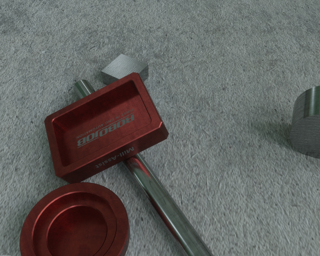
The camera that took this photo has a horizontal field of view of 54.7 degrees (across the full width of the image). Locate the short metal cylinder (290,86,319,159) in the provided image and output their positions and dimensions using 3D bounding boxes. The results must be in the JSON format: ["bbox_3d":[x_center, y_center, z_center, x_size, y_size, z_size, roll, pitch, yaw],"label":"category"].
[{"bbox_3d":[0.203,-0.006,0.375,0.080,0.080,0.050,16,52,13],"label":"short metal cylinder"}]

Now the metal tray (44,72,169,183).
[{"bbox_3d":[-0.066,-0.001,0.369,0.130,0.030,0.090,-27,57,2],"label":"metal tray"}]

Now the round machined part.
[{"bbox_3d":[-0.079,0.106,0.302,0.099,0.042,0.098,0,50,0],"label":"round machined part"}]

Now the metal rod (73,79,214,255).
[{"bbox_3d":[-0.034,0.037,0.371,0.025,0.025,0.300,-26,55,-20],"label":"metal rod"}]

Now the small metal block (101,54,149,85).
[{"bbox_3d":[-0.052,-0.082,0.471,0.050,0.025,0.050,26,54,19],"label":"small metal block"}]
